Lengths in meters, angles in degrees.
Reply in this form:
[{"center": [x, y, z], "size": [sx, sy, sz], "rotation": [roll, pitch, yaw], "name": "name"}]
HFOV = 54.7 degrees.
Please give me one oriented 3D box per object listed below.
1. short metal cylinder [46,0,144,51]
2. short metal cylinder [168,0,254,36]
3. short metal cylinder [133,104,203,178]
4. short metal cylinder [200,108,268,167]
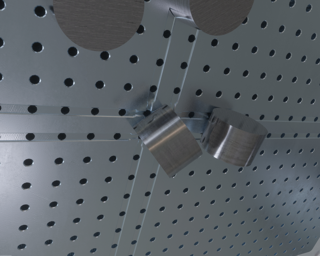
[{"center": [-0.061, -0.118, 0.288], "size": [0.081, 0.050, 0.079], "rotation": [-14, 124, -21], "name": "short metal cylinder"}, {"center": [0.055, -0.146, 0.334], "size": [0.081, 0.050, 0.079], "rotation": [-14, 124, -21], "name": "short metal cylinder"}, {"center": [0.009, 0.016, 0.390], "size": [0.050, 0.080, 0.080], "rotation": [-36, 129, -4], "name": "short metal cylinder"}, {"center": [0.103, 0.011, 0.439], "size": [0.081, 0.080, 0.050], "rotation": [6, 116, -31], "name": "short metal cylinder"}]
